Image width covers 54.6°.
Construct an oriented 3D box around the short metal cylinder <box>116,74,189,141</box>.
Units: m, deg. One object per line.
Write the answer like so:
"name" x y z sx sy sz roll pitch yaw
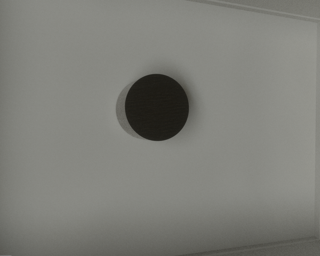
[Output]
"short metal cylinder" -0.011 -0.024 0.391 0.081 0.050 0.080 0 90 -20
